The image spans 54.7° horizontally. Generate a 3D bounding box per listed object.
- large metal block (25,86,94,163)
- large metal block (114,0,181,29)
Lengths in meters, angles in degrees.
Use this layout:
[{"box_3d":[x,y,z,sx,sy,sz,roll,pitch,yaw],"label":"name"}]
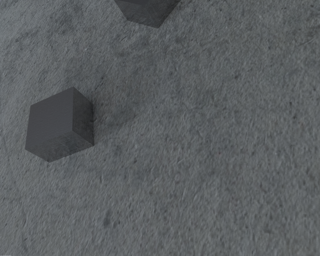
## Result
[{"box_3d":[-0.149,-0.004,0.466,0.080,0.050,0.080,-21,54,15],"label":"large metal block"},{"box_3d":[-0.019,-0.226,0.535,0.080,0.050,0.080,29,77,37],"label":"large metal block"}]
